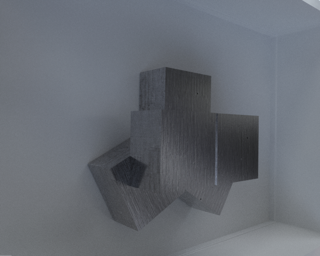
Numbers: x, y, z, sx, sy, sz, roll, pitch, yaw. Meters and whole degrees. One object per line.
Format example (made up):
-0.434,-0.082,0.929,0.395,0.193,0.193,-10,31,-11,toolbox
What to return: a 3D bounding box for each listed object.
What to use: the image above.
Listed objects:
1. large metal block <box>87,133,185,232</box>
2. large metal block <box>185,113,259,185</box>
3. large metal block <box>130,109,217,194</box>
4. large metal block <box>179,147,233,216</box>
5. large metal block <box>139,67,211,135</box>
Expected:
-0.025,0.059,0.367,0.081,0.050,0.080,-33,111,-35,large metal block
0.078,0.024,0.387,0.081,0.050,0.080,1,90,-40,large metal block
0.015,0.022,0.336,0.081,0.050,0.080,1,90,-40,large metal block
0.058,0.064,0.435,0.080,0.050,0.080,41,65,-32,large metal block
0.021,-0.031,0.405,0.081,0.050,0.080,2,89,-40,large metal block
